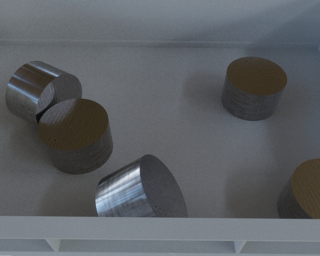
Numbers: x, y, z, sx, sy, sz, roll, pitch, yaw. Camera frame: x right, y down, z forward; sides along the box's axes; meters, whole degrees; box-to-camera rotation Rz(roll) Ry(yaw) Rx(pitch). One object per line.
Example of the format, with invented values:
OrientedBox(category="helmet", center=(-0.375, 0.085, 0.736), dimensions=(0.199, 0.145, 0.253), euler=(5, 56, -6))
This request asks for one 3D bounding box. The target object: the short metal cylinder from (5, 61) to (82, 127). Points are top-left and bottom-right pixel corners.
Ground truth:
OrientedBox(category="short metal cylinder", center=(-0.148, -0.041, 0.402), dimensions=(0.050, 0.080, 0.080), euler=(24, 54, 19))

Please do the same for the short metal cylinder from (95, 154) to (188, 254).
OrientedBox(category="short metal cylinder", center=(-0.016, 0.072, 0.299), dimensions=(0.050, 0.080, 0.080), euler=(-30, 49, 18))

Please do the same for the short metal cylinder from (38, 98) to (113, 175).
OrientedBox(category="short metal cylinder", center=(-0.101, 0.010, 0.379), dimensions=(0.081, 0.050, 0.080), euler=(0, 50, 0))

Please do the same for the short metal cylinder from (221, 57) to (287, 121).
OrientedBox(category="short metal cylinder", center=(0.131, -0.056, 0.438), dimensions=(0.081, 0.050, 0.080), euler=(0, 50, 0))

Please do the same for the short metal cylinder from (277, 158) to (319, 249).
OrientedBox(category="short metal cylinder", center=(0.171, 0.079, 0.325), dimensions=(0.081, 0.050, 0.080), euler=(0, 50, 0))
